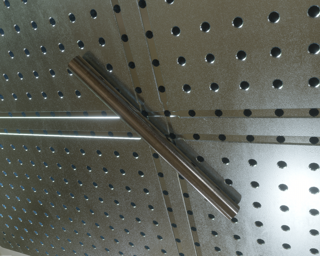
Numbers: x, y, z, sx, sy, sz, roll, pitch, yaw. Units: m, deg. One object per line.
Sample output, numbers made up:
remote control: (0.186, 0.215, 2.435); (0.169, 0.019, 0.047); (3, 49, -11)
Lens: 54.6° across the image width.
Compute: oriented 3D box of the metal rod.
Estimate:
metal rod: (-0.007, 0.014, 0.424); (0.300, 0.025, 0.025); (44, 129, -2)
